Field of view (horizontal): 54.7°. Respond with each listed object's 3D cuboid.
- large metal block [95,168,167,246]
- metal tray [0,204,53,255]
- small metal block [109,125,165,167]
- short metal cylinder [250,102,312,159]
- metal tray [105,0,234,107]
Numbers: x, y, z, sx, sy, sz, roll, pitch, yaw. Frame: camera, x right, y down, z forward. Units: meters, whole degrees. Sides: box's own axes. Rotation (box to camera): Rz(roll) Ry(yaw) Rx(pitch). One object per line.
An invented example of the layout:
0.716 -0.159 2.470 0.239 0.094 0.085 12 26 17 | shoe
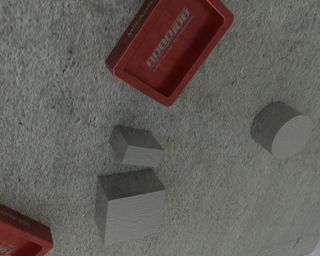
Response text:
-0.044 0.109 0.434 0.081 0.050 0.079 -5 121 -26 | large metal block
-0.210 0.139 0.375 0.090 0.030 0.130 -42 130 0 | metal tray
-0.030 0.023 0.388 0.050 0.050 0.025 11 113 -33 | small metal block
0.195 0.004 0.500 0.081 0.050 0.079 -14 124 -21 | short metal cylinder
0.012 -0.098 0.349 0.090 0.030 0.130 28 103 -38 | metal tray
